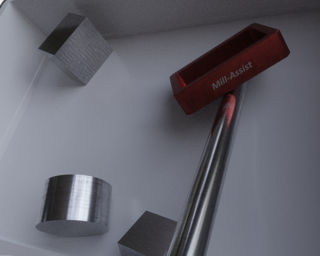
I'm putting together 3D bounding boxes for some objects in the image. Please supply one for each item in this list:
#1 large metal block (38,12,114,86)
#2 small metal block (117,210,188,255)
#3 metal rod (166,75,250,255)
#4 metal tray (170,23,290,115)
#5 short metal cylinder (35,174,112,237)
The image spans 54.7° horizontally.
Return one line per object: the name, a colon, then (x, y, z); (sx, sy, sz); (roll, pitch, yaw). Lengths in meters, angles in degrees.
large metal block: (-0.139, -0.132, 0.522); (0.050, 0.080, 0.080); (26, 76, 36)
small metal block: (-0.006, 0.118, 0.320); (0.050, 0.025, 0.050); (10, 33, 32)
metal rod: (0.052, 0.024, 0.281); (0.025, 0.025, 0.301); (-4, 34, 26)
metal tray: (0.076, -0.075, 0.376); (0.130, 0.030, 0.090); (-31, 21, 11)
short metal cylinder: (-0.098, 0.093, 0.363); (0.080, 0.080, 0.050); (-14, 56, 20)
